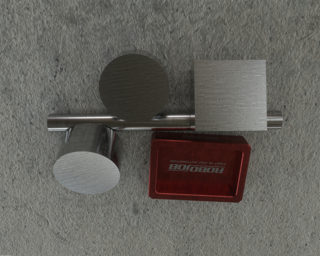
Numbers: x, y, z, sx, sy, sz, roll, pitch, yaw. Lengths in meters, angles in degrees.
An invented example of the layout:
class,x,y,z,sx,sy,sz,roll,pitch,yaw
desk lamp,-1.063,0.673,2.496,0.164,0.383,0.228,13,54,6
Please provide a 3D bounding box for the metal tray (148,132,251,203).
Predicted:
class,x,y,z,sx,sy,sz,roll,pitch,yaw
metal tray,0.051,0.055,0.428,0.131,0.030,0.089,3,110,-2

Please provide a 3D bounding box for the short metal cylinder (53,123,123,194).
class,x,y,z,sx,sy,sz,roll,pitch,yaw
short metal cylinder,-0.090,0.040,0.399,0.081,0.050,0.079,-1,131,-1

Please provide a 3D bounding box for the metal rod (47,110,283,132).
class,x,y,z,sx,sy,sz,roll,pitch,yaw
metal rod,0.007,-0.009,0.409,0.302,0.025,0.025,-1,110,0

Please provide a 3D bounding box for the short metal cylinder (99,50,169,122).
class,x,y,z,sx,sy,sz,roll,pitch,yaw
short metal cylinder,-0.029,-0.053,0.378,0.081,0.050,0.079,0,110,0

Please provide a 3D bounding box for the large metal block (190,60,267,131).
class,x,y,z,sx,sy,sz,roll,pitch,yaw
large metal block,0.079,-0.036,0.372,0.081,0.050,0.080,-1,89,0
